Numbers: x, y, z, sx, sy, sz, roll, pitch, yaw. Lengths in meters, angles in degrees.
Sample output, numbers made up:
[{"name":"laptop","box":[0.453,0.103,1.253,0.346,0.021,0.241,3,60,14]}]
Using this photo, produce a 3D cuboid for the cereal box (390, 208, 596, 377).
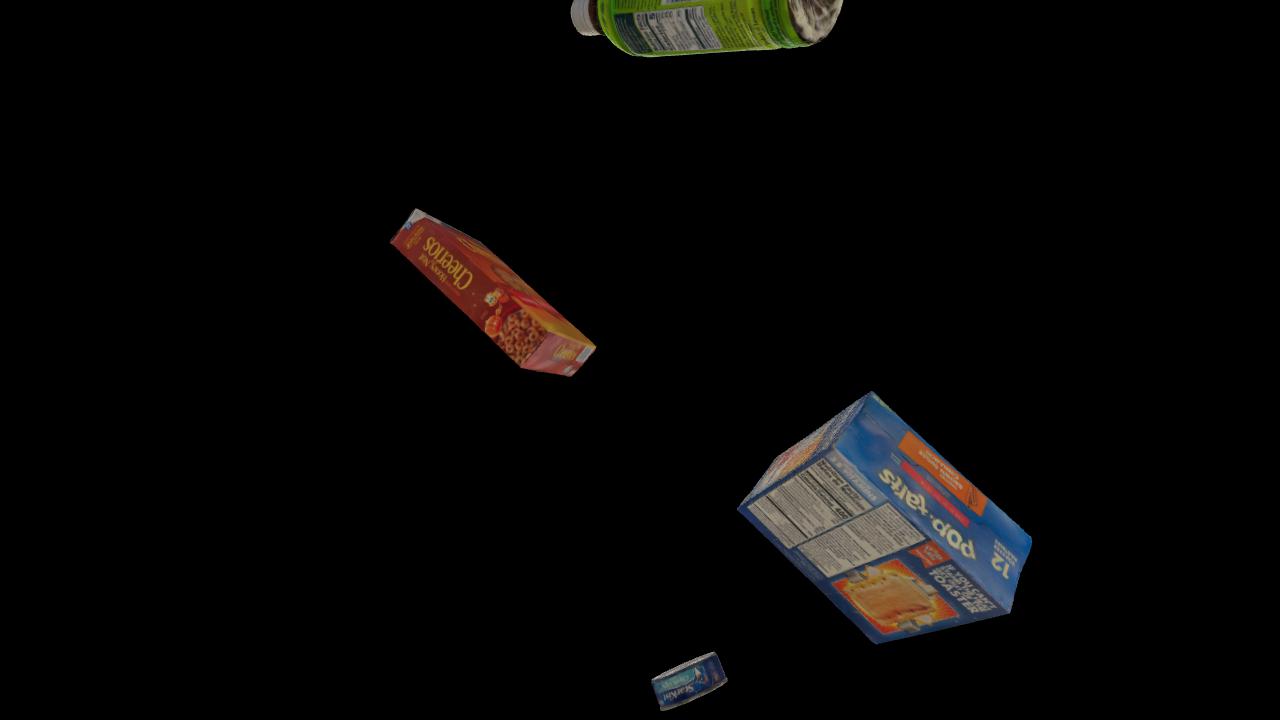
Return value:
[{"name":"cereal box","box":[-0.228,-0.102,0.990,0.306,0.081,0.203,42,6,15]}]

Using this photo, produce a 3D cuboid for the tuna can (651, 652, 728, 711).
[{"name":"tuna can","box":[0.056,0.368,0.707,0.084,0.034,0.084,-20,-23,-9]}]

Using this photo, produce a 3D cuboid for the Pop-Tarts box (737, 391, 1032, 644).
[{"name":"Pop-Tarts box","box":[0.194,0.134,0.509,0.083,0.167,0.141,-42,-7,-39]}]

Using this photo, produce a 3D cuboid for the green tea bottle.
[{"name":"green tea bottle","box":[0.030,-0.250,0.427,0.212,0.073,0.073,20,13,38]}]
